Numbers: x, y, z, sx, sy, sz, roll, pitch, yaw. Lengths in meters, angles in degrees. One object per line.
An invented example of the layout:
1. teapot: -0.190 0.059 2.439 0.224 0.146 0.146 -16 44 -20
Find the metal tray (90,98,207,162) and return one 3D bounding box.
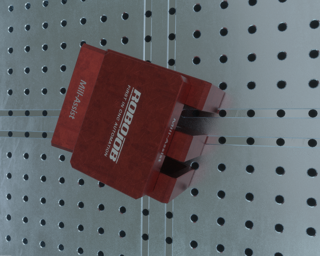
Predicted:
1. metal tray: -0.015 0.001 0.382 0.130 0.090 0.030 21 96 17

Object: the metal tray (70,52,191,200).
1. metal tray: -0.033 -0.004 0.325 0.090 0.030 0.129 22 97 19

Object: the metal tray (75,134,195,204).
1. metal tray: -0.030 0.044 0.389 0.130 0.090 0.030 22 98 18

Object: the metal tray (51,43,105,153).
1. metal tray: -0.097 -0.039 0.410 0.030 0.090 0.129 19 97 -3

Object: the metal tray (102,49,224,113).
1. metal tray: 0.005 -0.055 0.375 0.130 0.090 0.030 22 98 19
